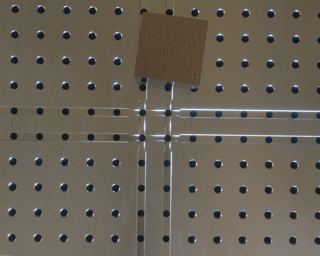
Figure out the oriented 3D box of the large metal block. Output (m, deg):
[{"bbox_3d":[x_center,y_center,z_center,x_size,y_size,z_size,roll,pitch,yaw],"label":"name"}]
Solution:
[{"bbox_3d":[0.014,-0.097,0.401,0.081,0.050,0.080,8,90,-1],"label":"large metal block"}]
